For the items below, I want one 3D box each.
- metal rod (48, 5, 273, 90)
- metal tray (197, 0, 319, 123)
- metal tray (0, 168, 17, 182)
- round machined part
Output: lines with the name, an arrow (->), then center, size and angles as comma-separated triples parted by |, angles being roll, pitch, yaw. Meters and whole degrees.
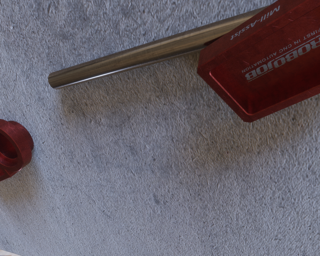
metal rod -> -0.021, -0.085, 0.364 | 0.300, 0.025, 0.025 | -8, 115, 31
metal tray -> 0.112, -0.064, 0.285 | 0.130, 0.030, 0.090 | -27, 124, 37
metal tray -> -0.343, 0.046, 0.609 | 0.090, 0.030, 0.130 | -22, 107, 35
round machined part -> -0.266, 0.026, 0.549 | 0.098, 0.042, 0.097 | 13, 124, 20
